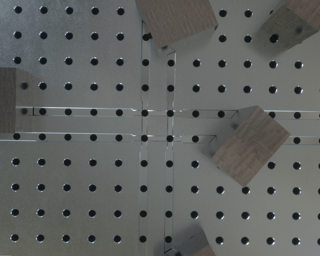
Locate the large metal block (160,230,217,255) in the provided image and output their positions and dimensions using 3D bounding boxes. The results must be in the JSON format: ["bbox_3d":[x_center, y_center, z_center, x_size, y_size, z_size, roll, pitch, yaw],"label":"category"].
[{"bbox_3d":[0.046,0.196,0.401,0.080,0.050,0.080,-31,90,0],"label":"large metal block"}]

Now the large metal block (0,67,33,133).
[{"bbox_3d":[-0.215,-0.034,0.400,0.080,0.050,0.080,1,90,0],"label":"large metal block"}]

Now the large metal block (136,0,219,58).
[{"bbox_3d":[0.019,-0.148,0.401,0.080,0.050,0.080,-22,90,0],"label":"large metal block"}]

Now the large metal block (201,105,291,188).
[{"bbox_3d":[0.102,0.020,0.387,0.050,0.080,0.080,41,90,0],"label":"large metal block"}]

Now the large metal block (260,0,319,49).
[{"bbox_3d":[0.182,-0.155,0.387,0.050,0.080,0.080,37,90,0],"label":"large metal block"}]
